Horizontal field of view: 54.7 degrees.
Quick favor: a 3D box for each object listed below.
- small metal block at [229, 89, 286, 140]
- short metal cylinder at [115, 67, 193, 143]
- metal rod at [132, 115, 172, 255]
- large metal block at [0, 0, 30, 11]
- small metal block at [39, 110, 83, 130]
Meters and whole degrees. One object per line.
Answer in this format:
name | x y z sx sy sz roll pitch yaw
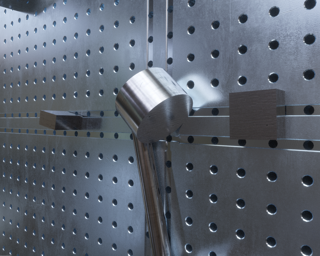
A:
small metal block | 0.102 -0.013 0.325 0.050 0.025 0.050 -1 89 40
short metal cylinder | -0.007 -0.027 0.379 0.050 0.081 0.080 51 120 27
metal rod | -0.012 0.085 0.419 0.025 0.025 0.298 -17 79 39
large metal block | -0.310 -0.306 0.649 0.080 0.050 0.080 -13 82 39
small metal block | -0.171 -0.014 0.535 0.050 0.050 0.025 15 99 39
